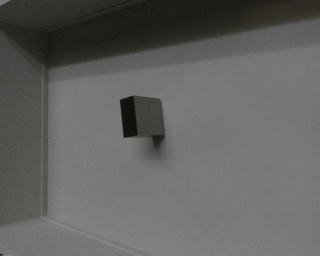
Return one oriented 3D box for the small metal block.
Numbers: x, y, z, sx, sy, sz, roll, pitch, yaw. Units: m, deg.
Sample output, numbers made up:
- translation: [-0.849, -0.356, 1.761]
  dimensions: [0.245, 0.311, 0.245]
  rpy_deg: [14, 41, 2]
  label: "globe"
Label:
- translation: [-0.023, -0.014, 0.406]
  dimensions: [0.025, 0.050, 0.050]
  rpy_deg: [-11, 82, 40]
  label: "small metal block"
